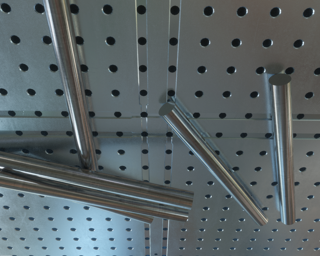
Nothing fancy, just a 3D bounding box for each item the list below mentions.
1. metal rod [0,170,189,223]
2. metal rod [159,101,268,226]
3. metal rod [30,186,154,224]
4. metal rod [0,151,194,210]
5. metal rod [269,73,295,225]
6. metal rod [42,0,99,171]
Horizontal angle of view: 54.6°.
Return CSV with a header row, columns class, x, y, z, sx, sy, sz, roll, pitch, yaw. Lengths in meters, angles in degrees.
class,x,y,z,sx,sy,sz,roll,pitch,yaw
metal rod,-0.092,0.112,0.491,0.302,0.025,0.025,17,128,-20
metal rod,0.094,0.069,0.470,0.025,0.025,0.300,-28,125,22
metal rod,-0.148,0.103,0.497,0.302,0.025,0.025,22,127,-18
metal rod,-0.103,0.070,0.435,0.301,0.025,0.025,11,130,4
metal rod,0.184,0.052,0.456,0.025,0.025,0.299,-13,129,11
metal rod,-0.103,-0.052,0.365,0.025,0.025,0.298,0,130,0
